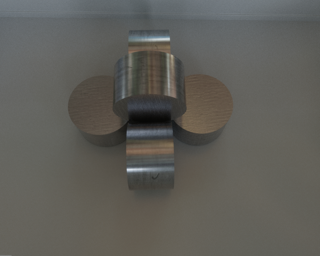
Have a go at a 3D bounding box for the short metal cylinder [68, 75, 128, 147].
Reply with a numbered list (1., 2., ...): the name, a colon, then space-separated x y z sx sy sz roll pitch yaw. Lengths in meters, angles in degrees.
1. short metal cylinder: -0.072 -0.021 0.401 0.081 0.050 0.080 0 70 0

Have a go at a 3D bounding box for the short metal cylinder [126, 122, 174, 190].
1. short metal cylinder: -0.011 0.033 0.366 0.050 0.080 0.080 -2 70 -1

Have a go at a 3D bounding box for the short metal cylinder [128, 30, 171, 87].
1. short metal cylinder: -0.013 -0.088 0.410 0.050 0.080 0.080 -2 70 -1

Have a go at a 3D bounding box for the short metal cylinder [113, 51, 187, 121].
1. short metal cylinder: -0.012 -0.043 0.347 0.081 0.080 0.050 -1 70 -1

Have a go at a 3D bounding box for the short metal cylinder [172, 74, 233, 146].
1. short metal cylinder: 0.049 -0.022 0.402 0.081 0.050 0.080 0 70 0
